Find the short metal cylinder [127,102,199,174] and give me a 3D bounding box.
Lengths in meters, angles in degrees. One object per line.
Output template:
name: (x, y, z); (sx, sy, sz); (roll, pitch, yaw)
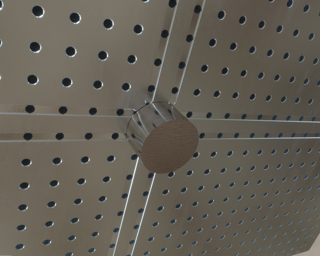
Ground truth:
short metal cylinder: (0.003, 0.013, 0.405); (0.081, 0.050, 0.079); (-14, 125, -21)
